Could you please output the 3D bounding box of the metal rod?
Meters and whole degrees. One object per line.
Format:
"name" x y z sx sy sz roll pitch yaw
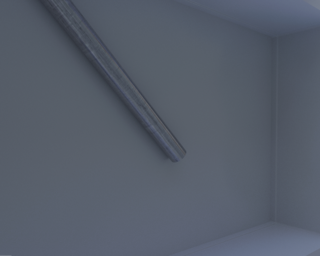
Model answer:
"metal rod" -0.057 -0.067 0.357 0.300 0.025 0.025 52 60 -27
